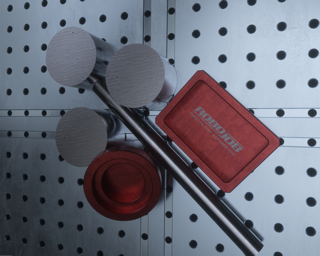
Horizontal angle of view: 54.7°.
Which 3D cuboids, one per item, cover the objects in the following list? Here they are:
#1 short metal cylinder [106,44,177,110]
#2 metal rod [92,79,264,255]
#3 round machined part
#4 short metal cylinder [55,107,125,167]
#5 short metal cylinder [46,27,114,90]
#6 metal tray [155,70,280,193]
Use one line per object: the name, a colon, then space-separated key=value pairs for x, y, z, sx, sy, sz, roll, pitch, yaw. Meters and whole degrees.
short metal cylinder: x=-0.023 y=-0.065 z=0.407 sx=0.080 sy=0.050 sz=0.080 roll=0 pitch=90 yaw=20
metal rod: x=0.014 y=0.043 z=0.408 sx=0.300 sy=0.025 sz=0.025 roll=46 pitch=104 yaw=14
round machined part: x=-0.047 y=0.068 z=0.409 sx=0.099 sy=0.042 sz=0.097 roll=0 pitch=105 yaw=1
short metal cylinder: x=-0.097 y=0.012 z=0.433 sx=0.080 sy=0.050 sz=0.080 roll=0 pitch=90 yaw=20
short metal cylinder: x=-0.112 y=-0.096 z=0.439 sx=0.080 sy=0.050 sz=0.080 roll=0 pitch=90 yaw=20
metal tray: x=0.069 y=0.003 z=0.384 sx=0.130 sy=0.030 sz=0.090 roll=45 pitch=104 yaw=14
